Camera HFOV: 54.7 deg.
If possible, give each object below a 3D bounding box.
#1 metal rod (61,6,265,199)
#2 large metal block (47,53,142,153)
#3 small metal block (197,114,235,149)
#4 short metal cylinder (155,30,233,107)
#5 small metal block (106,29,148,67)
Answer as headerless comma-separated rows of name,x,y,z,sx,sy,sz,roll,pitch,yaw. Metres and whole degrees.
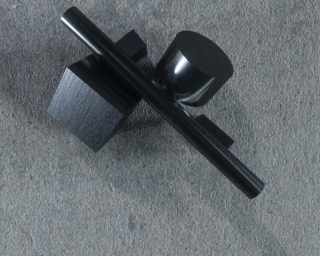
metal rod,0.004,-0.029,0.361,0.300,0.025,0.025,43,90,-1
large metal block,-0.080,-0.030,0.380,0.080,0.050,0.080,41,130,-1
small metal block,0.063,0.009,0.396,0.050,0.050,0.025,41,90,-1
short metal cylinder,0.041,-0.072,0.378,0.080,0.080,0.050,39,131,0
small metal block,-0.044,-0.095,0.398,0.050,0.050,0.025,-39,90,0
